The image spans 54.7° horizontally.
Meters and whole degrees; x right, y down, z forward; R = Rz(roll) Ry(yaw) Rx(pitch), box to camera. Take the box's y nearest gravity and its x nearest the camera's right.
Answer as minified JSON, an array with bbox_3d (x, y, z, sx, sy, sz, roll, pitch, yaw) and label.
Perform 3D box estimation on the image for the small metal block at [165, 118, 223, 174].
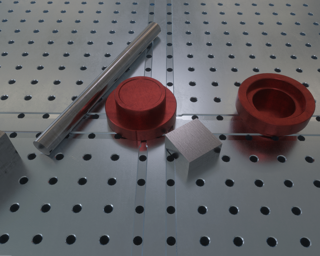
[{"bbox_3d":[0.041,0.021,0.390,0.050,0.025,0.050,-27,55,-21],"label":"small metal block"}]

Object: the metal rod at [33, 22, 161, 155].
[{"bbox_3d":[-0.078,-0.077,0.471,0.025,0.025,0.301,22,53,17],"label":"metal rod"}]

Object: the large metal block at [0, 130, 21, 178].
[{"bbox_3d":[-0.230,0.034,0.361,0.080,0.050,0.080,22,53,17],"label":"large metal block"}]

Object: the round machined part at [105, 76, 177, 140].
[{"bbox_3d":[-0.026,-0.034,0.424,0.099,0.042,0.098,0,50,0],"label":"round machined part"}]

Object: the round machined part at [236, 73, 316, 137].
[{"bbox_3d":[0.152,-0.027,0.420,0.099,0.042,0.098,0,50,0],"label":"round machined part"}]
